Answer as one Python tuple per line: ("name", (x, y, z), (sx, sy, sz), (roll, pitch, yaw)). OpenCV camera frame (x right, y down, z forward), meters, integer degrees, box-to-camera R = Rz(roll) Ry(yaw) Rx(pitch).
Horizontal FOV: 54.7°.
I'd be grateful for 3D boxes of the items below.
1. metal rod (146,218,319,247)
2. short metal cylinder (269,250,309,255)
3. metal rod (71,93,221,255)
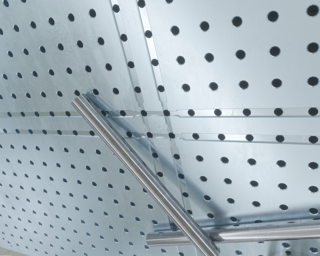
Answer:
("metal rod", (0.101, 0.155, 0.453), (0.300, 0.025, 0.025), (-18, 109, 35))
("short metal cylinder", (0.187, 0.219, 0.432), (0.080, 0.050, 0.079), (13, 124, 21))
("metal rod", (-0.020, 0.071, 0.448), (0.300, 0.025, 0.025), (49, 129, 0))
